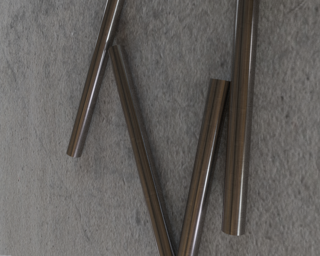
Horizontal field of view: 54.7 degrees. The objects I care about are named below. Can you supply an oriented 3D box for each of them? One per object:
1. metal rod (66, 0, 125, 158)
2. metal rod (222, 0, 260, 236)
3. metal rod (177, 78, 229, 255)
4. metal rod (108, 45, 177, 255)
[{"bbox_3d":[-0.098,-0.092,0.482,0.025,0.025,0.298,30,108,35],"label":"metal rod"},{"bbox_3d":[0.087,-0.036,0.331,0.025,0.025,0.298,5,93,39],"label":"metal rod"},{"bbox_3d":[0.044,0.092,0.367,0.025,0.025,0.298,16,100,38],"label":"metal rod"},{"bbox_3d":[-0.026,0.025,0.424,0.025,0.025,0.299,-24,75,37],"label":"metal rod"}]
